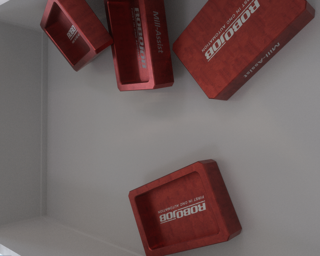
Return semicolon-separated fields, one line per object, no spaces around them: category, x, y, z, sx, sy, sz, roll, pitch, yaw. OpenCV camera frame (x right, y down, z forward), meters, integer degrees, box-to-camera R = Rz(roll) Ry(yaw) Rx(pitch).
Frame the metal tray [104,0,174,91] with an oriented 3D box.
metal tray;-0.029;-0.114;0.396;0.090;0.030;0.129;6;107;53

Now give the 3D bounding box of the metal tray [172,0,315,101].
metal tray;0.082;-0.104;0.336;0.129;0.030;0.090;-46;63;30

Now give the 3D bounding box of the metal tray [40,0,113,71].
metal tray;-0.124;-0.137;0.444;0.090;0.030;0.130;54;158;-15

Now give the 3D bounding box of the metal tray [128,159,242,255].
metal tray;0.024;0.102;0.383;0.130;0.030;0.090;-30;71;36
